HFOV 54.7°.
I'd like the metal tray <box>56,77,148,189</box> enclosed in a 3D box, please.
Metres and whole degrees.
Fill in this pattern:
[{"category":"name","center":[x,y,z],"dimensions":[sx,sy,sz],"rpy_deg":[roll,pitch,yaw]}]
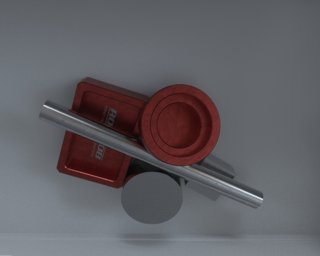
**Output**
[{"category":"metal tray","center":[-0.075,0.009,0.408],"dimensions":[0.091,0.030,0.129],"rpy_deg":[17,109,-7]}]

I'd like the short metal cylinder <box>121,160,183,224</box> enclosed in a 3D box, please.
[{"category":"short metal cylinder","center":[-0.011,0.084,0.426],"dimensions":[0.081,0.050,0.079],"rpy_deg":[0,110,-1]}]

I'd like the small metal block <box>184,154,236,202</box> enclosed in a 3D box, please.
[{"category":"small metal block","center":[0.069,0.067,0.435],"dimensions":[0.050,0.025,0.050],"rpy_deg":[30,107,-11]}]

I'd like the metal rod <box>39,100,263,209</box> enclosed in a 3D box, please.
[{"category":"metal rod","center":[-0.002,0.038,0.393],"dimensions":[0.302,0.025,0.025],"rpy_deg":[24,108,-12]}]

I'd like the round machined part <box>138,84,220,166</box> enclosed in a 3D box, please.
[{"category":"round machined part","center":[0.021,-0.003,0.387],"dimensions":[0.099,0.042,0.097],"rpy_deg":[0,88,-14]}]
